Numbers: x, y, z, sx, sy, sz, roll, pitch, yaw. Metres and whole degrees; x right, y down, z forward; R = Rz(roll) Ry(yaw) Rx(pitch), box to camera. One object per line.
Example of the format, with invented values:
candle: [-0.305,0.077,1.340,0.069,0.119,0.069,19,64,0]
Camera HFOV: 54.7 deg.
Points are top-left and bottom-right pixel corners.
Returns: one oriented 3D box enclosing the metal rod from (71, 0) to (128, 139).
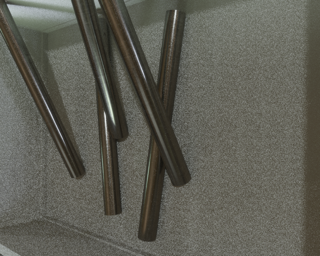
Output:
metal rod: [-0.082,-0.113,0.376,0.025,0.025,0.298,21,135,38]

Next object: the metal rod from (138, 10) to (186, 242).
metal rod: [0.001,0.002,0.405,0.025,0.025,0.298,12,98,39]

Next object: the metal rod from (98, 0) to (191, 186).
metal rod: [-0.025,-0.068,0.345,0.025,0.025,0.299,-7,112,40]

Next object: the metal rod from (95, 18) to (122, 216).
metal rod: [-0.083,-0.020,0.475,0.025,0.025,0.298,-8,85,40]

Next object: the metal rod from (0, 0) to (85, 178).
metal rod: [-0.190,-0.056,0.486,0.025,0.025,0.299,-9,109,40]
